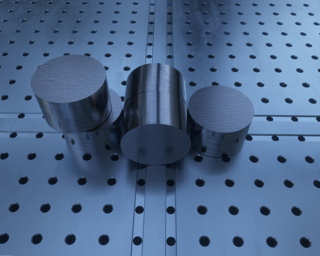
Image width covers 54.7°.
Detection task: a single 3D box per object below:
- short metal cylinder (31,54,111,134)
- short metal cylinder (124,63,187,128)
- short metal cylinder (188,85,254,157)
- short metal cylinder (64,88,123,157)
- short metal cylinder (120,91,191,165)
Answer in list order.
[{"bbox_3d":[-0.099,-0.040,0.357,0.081,0.050,0.080,0,50,0],"label":"short metal cylinder"},{"bbox_3d":[-0.006,-0.037,0.403,0.081,0.080,0.050,1,51,0],"label":"short metal cylinder"},{"bbox_3d":[0.075,-0.009,0.399,0.081,0.050,0.080,0,50,0],"label":"short metal cylinder"},{"bbox_3d":[-0.087,-0.010,0.399,0.081,0.050,0.080,0,50,0],"label":"short metal cylinder"},{"bbox_3d":[-0.005,0.002,0.370,0.081,0.080,0.050,-1,50,-1],"label":"short metal cylinder"}]
